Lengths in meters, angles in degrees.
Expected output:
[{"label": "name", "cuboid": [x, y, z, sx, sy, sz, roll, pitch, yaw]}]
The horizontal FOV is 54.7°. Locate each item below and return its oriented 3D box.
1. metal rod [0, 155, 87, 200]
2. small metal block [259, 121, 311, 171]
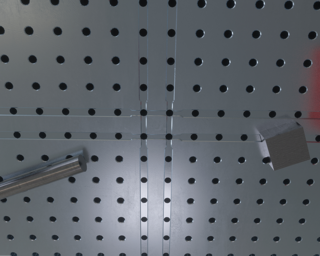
[{"label": "metal rod", "cuboid": [-0.249, 0.097, 0.446, 0.301, 0.025, 0.025, -19, 109, 6]}, {"label": "small metal block", "cuboid": [0.171, 0.024, 0.424, 0.050, 0.025, 0.050, -20, 109, 7]}]
